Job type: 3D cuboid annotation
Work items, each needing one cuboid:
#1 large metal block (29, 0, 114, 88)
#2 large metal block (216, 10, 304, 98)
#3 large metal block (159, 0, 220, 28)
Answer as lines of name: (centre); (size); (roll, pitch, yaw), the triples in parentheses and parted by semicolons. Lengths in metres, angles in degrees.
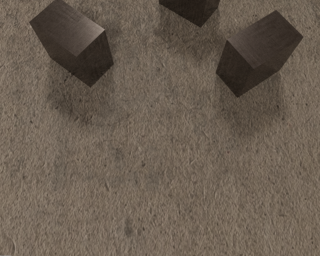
large metal block: (-0.115, -0.112, 0.419); (0.080, 0.080, 0.050); (37, 74, 12)
large metal block: (0.129, -0.096, 0.416); (0.080, 0.080, 0.050); (-33, 74, -11)
large metal block: (0.046, -0.209, 0.456); (0.080, 0.080, 0.050); (34, 74, 11)
